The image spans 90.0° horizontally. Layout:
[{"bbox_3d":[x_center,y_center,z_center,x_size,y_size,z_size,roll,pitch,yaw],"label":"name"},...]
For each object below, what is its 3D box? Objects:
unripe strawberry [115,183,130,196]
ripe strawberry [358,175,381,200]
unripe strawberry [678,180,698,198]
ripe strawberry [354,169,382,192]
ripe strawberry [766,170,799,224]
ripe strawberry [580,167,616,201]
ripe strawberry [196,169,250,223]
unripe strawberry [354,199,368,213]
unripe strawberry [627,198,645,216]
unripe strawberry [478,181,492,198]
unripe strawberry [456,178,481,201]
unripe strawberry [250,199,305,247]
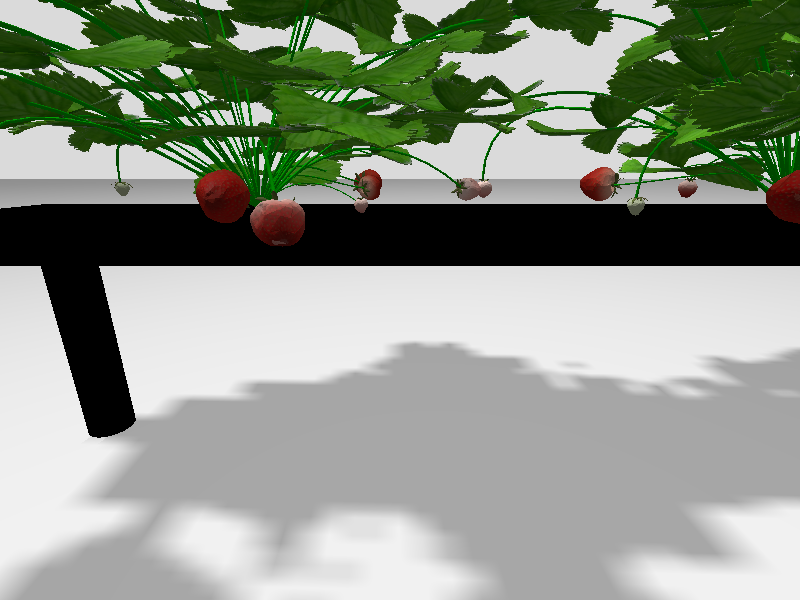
[{"bbox_3d":[-0.296,-0.118,0.427,0.015,0.014,0.013,9,20,26],"label":"unripe strawberry"},{"bbox_3d":[-0.033,-0.129,0.458,0.026,0.027,0.028,12,21,33],"label":"ripe strawberry"},{"bbox_3d":[0.357,-0.138,0.498,0.021,0.021,0.018,3,22,9],"label":"unripe strawberry"},{"bbox_3d":[-0.039,-0.150,0.510,0.036,0.031,0.036,8,19,23],"label":"ripe strawberry"},{"bbox_3d":[0.244,-0.062,0.240,0.037,0.033,0.034,15,24,38],"label":"ripe strawberry"},{"bbox_3d":[0.220,-0.129,0.447,0.035,0.037,0.037,-17,24,-41],"label":"ripe strawberry"},{"bbox_3d":[-0.114,-0.065,0.255,0.032,0.034,0.035,-1,19,-4],"label":"ripe strawberry"},{"bbox_3d":[-0.032,-0.077,0.330,0.011,0.011,0.011,2,18,7],"label":"unripe strawberry"},{"bbox_3d":[0.166,-0.066,0.282,0.011,0.012,0.011,-7,19,-19],"label":"unripe strawberry"},{"bbox_3d":[0.103,-0.136,0.494,0.019,0.020,0.018,13,22,34],"label":"unripe strawberry"},{"bbox_3d":[0.073,-0.116,0.419,0.024,0.023,0.026,4,15,-26],"label":"unripe strawberry"},{"bbox_3d":[-0.051,-0.031,0.169,0.023,0.021,0.020,-7,-35,-20],"label":"unripe strawberry"}]
